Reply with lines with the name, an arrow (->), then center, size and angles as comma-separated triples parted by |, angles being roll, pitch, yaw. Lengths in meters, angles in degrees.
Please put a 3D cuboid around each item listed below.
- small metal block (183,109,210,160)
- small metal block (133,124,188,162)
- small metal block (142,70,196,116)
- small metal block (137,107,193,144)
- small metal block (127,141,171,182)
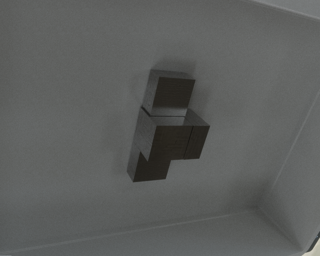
small metal block -> 0.036, 0.007, 0.414 | 0.025, 0.050, 0.050 | 0, 119, -28
small metal block -> 0.000, 0.018, 0.401 | 0.050, 0.050, 0.025 | 0, 119, -28
small metal block -> 0.011, -0.043, 0.385 | 0.050, 0.025, 0.050 | 0, 119, -28
small metal block -> 0.005, -0.004, 0.390 | 0.050, 0.050, 0.025 | 0, 119, -28
small metal block -> -0.014, 0.045, 0.426 | 0.050, 0.025, 0.050 | 0, 119, -28
